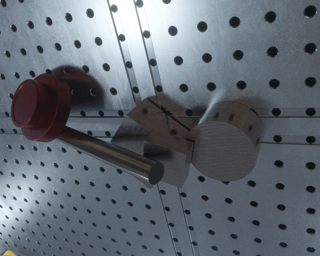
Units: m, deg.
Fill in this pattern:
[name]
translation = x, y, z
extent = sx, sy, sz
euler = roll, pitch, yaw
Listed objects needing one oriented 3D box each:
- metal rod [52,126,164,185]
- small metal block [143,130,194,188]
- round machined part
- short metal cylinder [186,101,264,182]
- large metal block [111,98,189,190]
[metal rod]
translation = -0.115, 0.015, 0.423
extent = 0.300, 0.025, 0.025
euler = 16, 127, 39
[small metal block]
translation = 0.009, 0.036, 0.360
extent = 0.050, 0.025, 0.050
euler = 17, 125, 18
[round machined part]
translation = -0.172, -0.031, 0.435
extent = 0.098, 0.042, 0.098
euler = -9, 74, 37
[short metal cylinder]
translation = 0.076, 0.015, 0.363
extent = 0.080, 0.050, 0.079
euler = 13, 124, 20
[large metal block]
translation = -0.016, 0.022, 0.413
extent = 0.080, 0.050, 0.080
euler = 37, 129, 2
